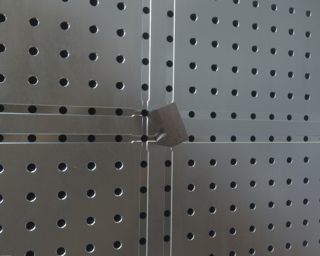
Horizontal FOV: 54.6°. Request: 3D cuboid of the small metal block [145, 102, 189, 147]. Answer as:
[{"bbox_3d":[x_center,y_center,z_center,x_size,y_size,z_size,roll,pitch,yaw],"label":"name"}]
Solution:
[{"bbox_3d":[0.008,-0.004,0.402,0.025,0.050,0.050,-24,98,-18],"label":"small metal block"}]
